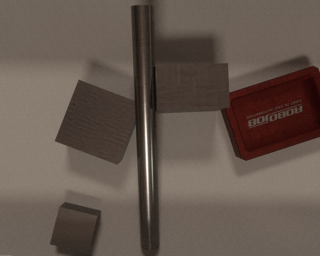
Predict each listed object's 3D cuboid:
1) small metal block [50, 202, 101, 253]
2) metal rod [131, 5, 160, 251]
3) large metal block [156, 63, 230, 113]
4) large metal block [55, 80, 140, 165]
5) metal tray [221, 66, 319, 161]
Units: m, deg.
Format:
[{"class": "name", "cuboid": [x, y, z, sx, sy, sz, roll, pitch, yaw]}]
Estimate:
[{"class": "small metal block", "cuboid": [-0.111, 0.131, 0.410, 0.050, 0.025, 0.050, 14, 90, -1]}, {"class": "metal rod", "cuboid": [-0.016, 0.012, 0.373, 0.025, 0.025, 0.298, -1, 105, -1]}, {"class": "large metal block", "cuboid": [0.037, -0.046, 0.384, 0.081, 0.080, 0.050, -2, 90, -1]}, {"class": "large metal block", "cuboid": [-0.075, -0.007, 0.398, 0.080, 0.050, 0.080, 21, 90, -1]}, {"class": "metal tray", "cuboid": [0.153, -0.019, 0.410, 0.131, 0.030, 0.090, -18, 90, -1]}]
